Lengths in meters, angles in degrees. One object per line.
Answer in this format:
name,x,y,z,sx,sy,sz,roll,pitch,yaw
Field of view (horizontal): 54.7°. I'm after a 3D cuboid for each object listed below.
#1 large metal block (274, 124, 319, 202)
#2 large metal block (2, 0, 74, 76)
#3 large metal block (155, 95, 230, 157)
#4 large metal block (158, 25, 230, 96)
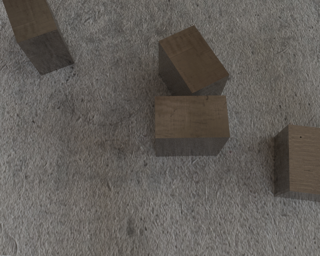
large metal block,0.189,0.046,0.379,0.080,0.050,0.080,7,70,2
large metal block,-0.165,-0.133,0.426,0.050,0.080,0.080,-23,72,-8
large metal block,0.035,0.000,0.379,0.081,0.080,0.050,-1,70,0
large metal block,0.040,-0.070,0.405,0.050,0.080,0.080,-27,73,-9
